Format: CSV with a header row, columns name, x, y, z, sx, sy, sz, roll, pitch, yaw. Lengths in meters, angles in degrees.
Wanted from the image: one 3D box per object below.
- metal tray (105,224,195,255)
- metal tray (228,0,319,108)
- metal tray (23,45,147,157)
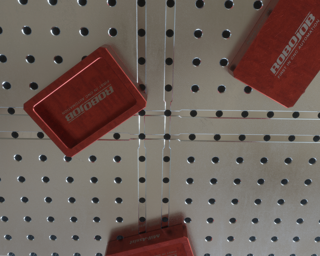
name,x,y,z,sx,sy,sz,roll,pitch,yaw
metal tray,-0.010,0.210,0.487,0.131,0.030,0.089,-16,110,5
metal tray,0.157,-0.101,0.376,0.090,0.030,0.129,28,108,-10
metal tray,-0.093,-0.033,0.397,0.130,0.030,0.090,-34,107,11
